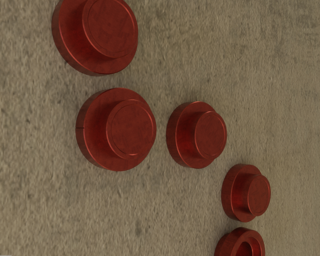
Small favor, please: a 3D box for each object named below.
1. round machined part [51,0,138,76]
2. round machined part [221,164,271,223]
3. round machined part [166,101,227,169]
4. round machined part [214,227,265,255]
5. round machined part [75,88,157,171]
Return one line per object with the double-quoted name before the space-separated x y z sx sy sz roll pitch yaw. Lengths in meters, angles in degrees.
"round machined part" -0.063 -0.108 0.342 0.099 0.042 0.097 0 90 -40
"round machined part" 0.151 0.111 0.524 0.099 0.042 0.097 0 90 -40
"round machined part" 0.059 0.010 0.446 0.099 0.042 0.097 0 90 -40
"round machined part" 0.125 0.210 0.502 0.099 0.042 0.097 0 90 -40
"round machined part" -0.043 0.002 0.359 0.099 0.042 0.097 0 90 -40
